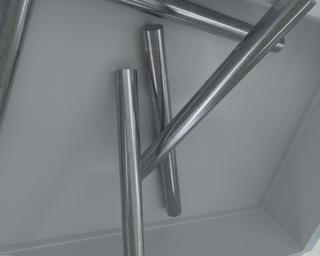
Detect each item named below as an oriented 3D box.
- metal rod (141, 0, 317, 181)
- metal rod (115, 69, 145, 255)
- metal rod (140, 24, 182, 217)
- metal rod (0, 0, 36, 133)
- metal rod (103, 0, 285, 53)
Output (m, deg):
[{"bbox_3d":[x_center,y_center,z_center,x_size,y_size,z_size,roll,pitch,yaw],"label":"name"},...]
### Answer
[{"bbox_3d":[0.038,-0.019,0.338,0.025,0.025,0.298,9,140,-32],"label":"metal rod"},{"bbox_3d":[-0.033,0.084,0.362,0.025,0.025,0.298,-4,95,-26],"label":"metal rod"},{"bbox_3d":[0.007,0.013,0.420,0.025,0.025,0.298,-20,126,-17],"label":"metal rod"},{"bbox_3d":[-0.165,-0.020,0.305,0.025,0.025,0.298,12,112,-33],"label":"metal rod"},{"bbox_3d":[0.035,-0.124,0.339,0.302,0.025,0.025,4,117,-34],"label":"metal rod"}]
